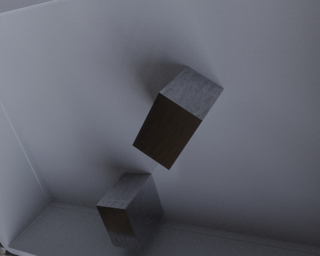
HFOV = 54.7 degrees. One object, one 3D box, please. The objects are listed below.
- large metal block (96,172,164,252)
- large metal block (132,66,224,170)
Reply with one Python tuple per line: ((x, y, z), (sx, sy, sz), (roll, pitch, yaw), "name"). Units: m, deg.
((-0.042, 0.125, 0.472), (0.050, 0.080, 0.080), (-1, 118, 29), "large metal block")
((0.021, -0.013, 0.354), (0.050, 0.080, 0.079), (34, 129, 6), "large metal block")
